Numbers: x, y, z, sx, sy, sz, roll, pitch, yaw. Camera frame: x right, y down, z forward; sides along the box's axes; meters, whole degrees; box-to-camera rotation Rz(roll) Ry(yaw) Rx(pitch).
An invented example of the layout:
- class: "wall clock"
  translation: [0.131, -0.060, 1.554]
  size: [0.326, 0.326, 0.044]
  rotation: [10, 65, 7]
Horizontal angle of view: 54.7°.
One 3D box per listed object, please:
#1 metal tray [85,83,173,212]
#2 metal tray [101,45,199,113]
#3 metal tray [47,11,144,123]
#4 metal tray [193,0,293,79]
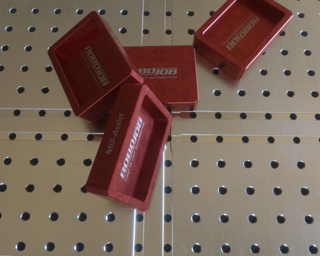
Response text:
- class: "metal tray"
  translation: [-0.030, 0.024, 0.365]
  size: [0.030, 0.090, 0.130]
  rotation: [5, 68, 28]
- class: "metal tray"
  translation: [-0.015, -0.069, 0.434]
  size: [0.131, 0.030, 0.090]
  rotation: [-2, 70, -1]
- class: "metal tray"
  translation: [-0.088, -0.082, 0.407]
  size: [0.090, 0.030, 0.130]
  rotation: [-37, 61, 10]
- class: "metal tray"
  translation: [0.123, -0.146, 0.463]
  size: [0.090, 0.030, 0.130]
  rotation: [39, 74, 12]
